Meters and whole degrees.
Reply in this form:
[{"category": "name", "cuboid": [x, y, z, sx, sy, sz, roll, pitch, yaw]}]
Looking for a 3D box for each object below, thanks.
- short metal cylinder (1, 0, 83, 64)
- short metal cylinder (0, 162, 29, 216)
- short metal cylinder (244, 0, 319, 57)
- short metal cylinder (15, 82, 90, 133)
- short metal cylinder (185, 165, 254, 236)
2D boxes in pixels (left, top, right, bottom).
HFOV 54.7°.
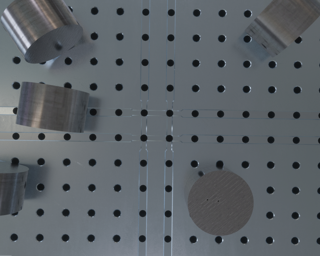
[{"category": "short metal cylinder", "cuboid": [-0.144, -0.124, 0.385, 0.080, 0.080, 0.050, -33, 90, 0]}, {"category": "short metal cylinder", "cuboid": [-0.210, 0.072, 0.384, 0.080, 0.080, 0.050, 9, 90, 0]}, {"category": "short metal cylinder", "cuboid": [0.154, -0.135, 0.387, 0.050, 0.080, 0.080, 44, 90, 0]}, {"category": "short metal cylinder", "cuboid": [-0.132, -0.025, 0.385, 0.080, 0.080, 0.050, 9, 90, 0]}, {"category": "short metal cylinder", "cuboid": [0.074, 0.091, 0.401, 0.081, 0.050, 0.079, 0, 90, -1]}]
